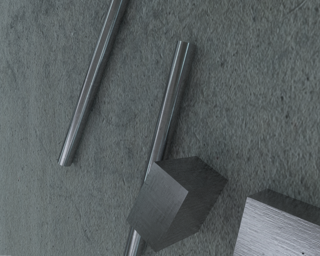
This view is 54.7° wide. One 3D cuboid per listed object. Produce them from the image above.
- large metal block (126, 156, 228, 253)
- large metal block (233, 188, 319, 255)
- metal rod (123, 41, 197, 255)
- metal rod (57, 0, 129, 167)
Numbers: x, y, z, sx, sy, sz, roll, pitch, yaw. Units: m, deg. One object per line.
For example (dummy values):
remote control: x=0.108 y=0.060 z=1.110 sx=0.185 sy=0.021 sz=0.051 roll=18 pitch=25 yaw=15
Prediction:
large metal block: x=0.020 y=0.082 z=0.351 sx=0.050 sy=0.081 sz=0.079 roll=38 pitch=113 yaw=33
large metal block: x=0.120 y=0.112 z=0.289 sx=0.080 sy=0.050 sz=0.079 roll=18 pitch=101 yaw=38
metal rod: x=-0.003 y=0.039 z=0.405 sx=0.025 sy=0.025 sz=0.298 roll=23 pitch=104 yaw=37
metal rod: x=-0.109 y=-0.070 z=0.492 sx=0.025 sy=0.025 sz=0.298 roll=36 pitch=112 yaw=34
